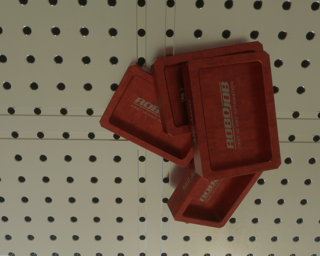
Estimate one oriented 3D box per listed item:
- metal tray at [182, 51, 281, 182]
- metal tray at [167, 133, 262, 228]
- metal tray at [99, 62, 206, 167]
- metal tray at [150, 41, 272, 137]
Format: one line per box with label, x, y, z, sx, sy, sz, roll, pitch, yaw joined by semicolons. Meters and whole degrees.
metal tray;0.079;-0.014;0.343;0.091;0.030;0.129;-9;95;-9
metal tray;0.079;0.074;0.423;0.091;0.030;0.129;19;110;-29
metal tray;0.000;-0.016;0.404;0.131;0.030;0.090;28;107;-10
metal tray;0.062;-0.047;0.368;0.131;0.030;0.089;-12;96;-9
